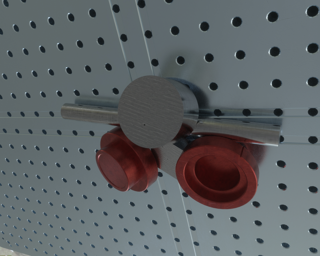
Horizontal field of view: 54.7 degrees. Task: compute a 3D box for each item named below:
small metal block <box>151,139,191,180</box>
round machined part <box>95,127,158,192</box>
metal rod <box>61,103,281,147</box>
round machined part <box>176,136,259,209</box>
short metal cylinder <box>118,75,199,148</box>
[{"bbox_3d":[0.016,0.034,0.419,0.050,0.025,0.050,32,129,7],"label":"small metal block"},{"bbox_3d":[-0.053,0.050,0.437,0.098,0.042,0.097,29,137,31],"label":"round machined part"},{"bbox_3d":[-0.004,-0.008,0.403,0.301,0.025,0.025,7,122,24],"label":"metal rod"},{"bbox_3d":[0.073,0.050,0.385,0.098,0.042,0.097,12,125,17],"label":"round machined part"},{"bbox_3d":[-0.001,-0.019,0.360,0.080,0.050,0.079,1,94,25],"label":"short metal cylinder"}]
